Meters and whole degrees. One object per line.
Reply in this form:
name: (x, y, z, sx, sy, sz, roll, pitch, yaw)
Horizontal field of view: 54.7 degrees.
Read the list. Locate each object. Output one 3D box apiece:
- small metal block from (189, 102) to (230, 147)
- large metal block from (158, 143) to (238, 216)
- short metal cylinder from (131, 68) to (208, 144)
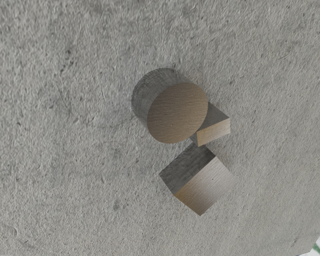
small metal block: (0.060, -0.006, 0.421, 0.050, 0.050, 0.025, -22, 127, -16)
large metal block: (0.059, 0.076, 0.472, 0.080, 0.050, 0.080, -43, 130, 1)
short metal cylinder: (0.011, -0.028, 0.381, 0.081, 0.050, 0.079, -14, 125, -21)
